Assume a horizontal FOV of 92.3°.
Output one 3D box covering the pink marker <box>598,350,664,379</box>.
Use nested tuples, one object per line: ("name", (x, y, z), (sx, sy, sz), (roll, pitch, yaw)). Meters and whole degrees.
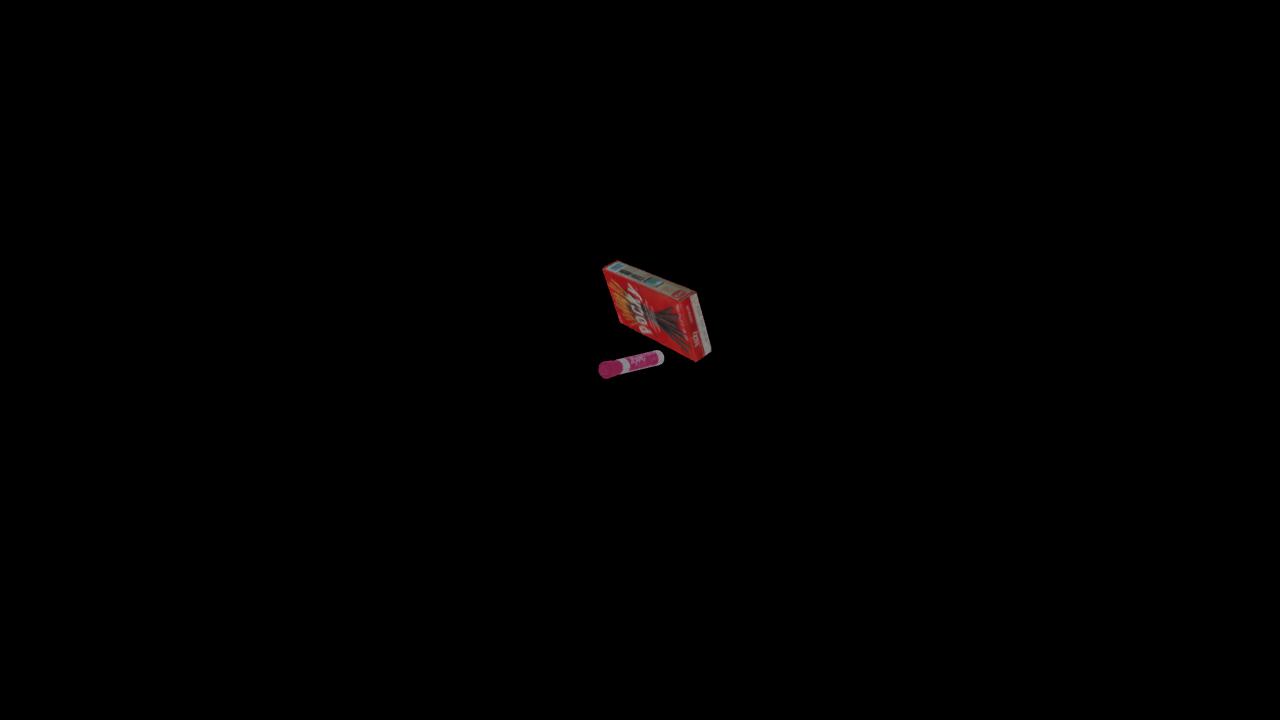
("pink marker", (-0.009, 0.004, 0.688), (0.020, 0.020, 0.121), (0, 7, 30))

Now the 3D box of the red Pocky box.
("red Pocky box", (0.016, -0.059, 0.710), (0.028, 0.083, 0.155), (-35, 37, -21))
